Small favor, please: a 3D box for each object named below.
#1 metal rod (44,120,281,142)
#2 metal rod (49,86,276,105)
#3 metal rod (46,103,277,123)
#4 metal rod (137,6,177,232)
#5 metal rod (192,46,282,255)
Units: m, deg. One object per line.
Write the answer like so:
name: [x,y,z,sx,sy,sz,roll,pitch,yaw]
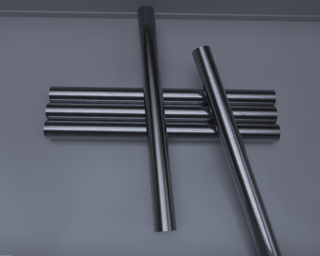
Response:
metal rod: [0.003,0.004,0.407,0.302,0.025,0.025,1,70,0]
metal rod: [0.004,-0.042,0.424,0.302,0.025,0.025,1,70,0]
metal rod: [0.002,-0.019,0.415,0.302,0.025,0.025,1,70,0]
metal rod: [-0.007,-0.026,0.391,0.025,0.025,0.299,-5,70,-2]
metal rod: [0.094,0.039,0.374,0.025,0.025,0.299,-15,78,-6]
